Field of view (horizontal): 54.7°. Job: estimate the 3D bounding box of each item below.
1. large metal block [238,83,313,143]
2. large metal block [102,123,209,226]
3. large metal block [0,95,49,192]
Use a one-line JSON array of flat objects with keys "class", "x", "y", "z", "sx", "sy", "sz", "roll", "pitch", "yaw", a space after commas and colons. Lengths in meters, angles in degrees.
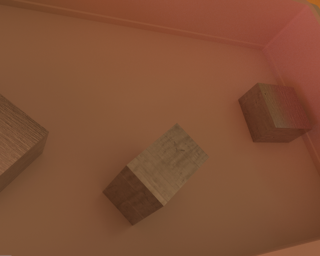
[{"class": "large metal block", "x": 0.185, "y": -0.023, "z": 0.503, "sx": 0.081, "sy": 0.050, "sz": 0.080, "roll": 2, "pitch": 61, "yaw": -27}, {"class": "large metal block", "x": -0.006, "y": 0.051, "z": 0.336, "sx": 0.050, "sy": 0.080, "sz": 0.080, "roll": 47, "pitch": 51, "yaw": 4}, {"class": "large metal block", "x": -0.167, "y": 0.015, "z": 0.290, "sx": 0.080, "sy": 0.050, "sz": 0.080, "roll": 39, "pitch": 51, "yaw": -2}]
